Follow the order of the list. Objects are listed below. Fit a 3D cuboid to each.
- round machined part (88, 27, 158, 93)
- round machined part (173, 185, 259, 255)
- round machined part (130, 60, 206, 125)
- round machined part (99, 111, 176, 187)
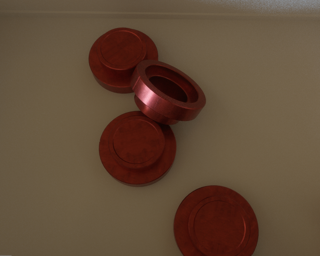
[{"bbox_3d":[-0.052,-0.102,0.437,0.099,0.042,0.098,0,70,0],"label":"round machined part"},{"bbox_3d":[0.065,0.115,0.359,0.099,0.042,0.098,0,70,0],"label":"round machined part"},{"bbox_3d":[0.006,-0.042,0.398,0.099,0.042,0.098,23,34,-16],"label":"round machined part"},{"bbox_3d":[-0.028,0.023,0.392,0.099,0.042,0.098,0,70,0],"label":"round machined part"}]
